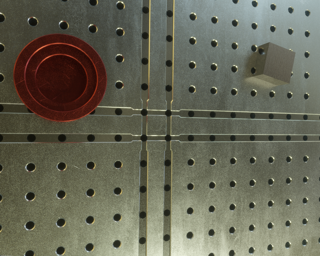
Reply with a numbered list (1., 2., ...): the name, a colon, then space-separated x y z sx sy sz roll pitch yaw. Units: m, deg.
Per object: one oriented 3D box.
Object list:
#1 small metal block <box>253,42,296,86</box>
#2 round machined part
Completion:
1. small metal block: 0.176 -0.098 0.477 0.050 0.025 0.050 14 85 -20
2. round machined part: -0.115 -0.056 0.361 0.099 0.042 0.097 0 90 -20
